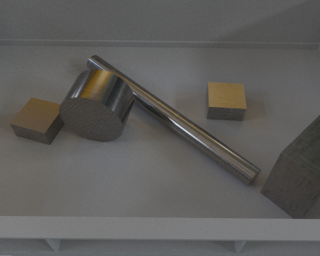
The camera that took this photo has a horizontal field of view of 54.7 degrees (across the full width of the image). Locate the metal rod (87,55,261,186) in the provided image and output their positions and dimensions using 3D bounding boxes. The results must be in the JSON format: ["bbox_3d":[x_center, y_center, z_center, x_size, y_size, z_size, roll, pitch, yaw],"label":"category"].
[{"bbox_3d":[0.002,-0.023,0.424,0.300,0.025,0.025,37,59,26],"label":"metal rod"}]

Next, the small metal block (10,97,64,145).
[{"bbox_3d":[-0.158,-0.010,0.411,0.050,0.025,0.050,14,51,11],"label":"small metal block"}]

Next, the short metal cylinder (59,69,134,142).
[{"bbox_3d":[-0.078,-0.027,0.391,0.080,0.080,0.050,10,51,8],"label":"short metal cylinder"}]

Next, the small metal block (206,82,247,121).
[{"bbox_3d":[0.092,-0.038,0.438,0.050,0.025,0.050,4,50,2],"label":"small metal block"}]

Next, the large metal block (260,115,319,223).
[{"bbox_3d":[0.163,0.043,0.336,0.080,0.080,0.050,-35,59,-26],"label":"large metal block"}]
